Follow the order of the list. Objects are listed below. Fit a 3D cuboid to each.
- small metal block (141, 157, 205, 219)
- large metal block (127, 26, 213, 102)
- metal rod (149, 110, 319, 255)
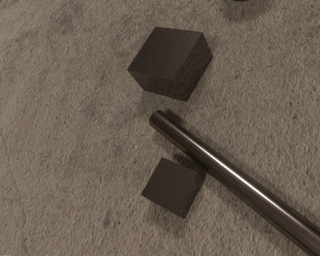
[{"bbox_3d":[0.015,0.068,0.354,0.050,0.025,0.050,20,72,35],"label":"small metal block"},{"bbox_3d":[0.015,-0.091,0.435,0.080,0.050,0.080,20,72,35],"label":"large metal block"},{"bbox_3d":[0.087,0.061,0.319,0.025,0.025,0.300,-47,52,-5],"label":"metal rod"}]
